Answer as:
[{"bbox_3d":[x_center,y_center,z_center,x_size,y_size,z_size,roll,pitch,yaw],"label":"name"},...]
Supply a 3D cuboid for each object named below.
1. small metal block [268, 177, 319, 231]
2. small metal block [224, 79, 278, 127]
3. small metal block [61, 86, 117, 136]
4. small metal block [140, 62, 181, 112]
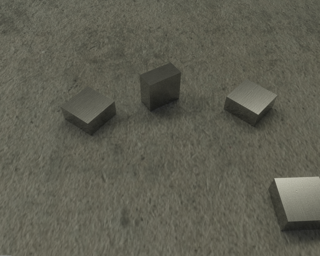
[{"bbox_3d":[0.153,0.082,0.336,0.050,0.025,0.050,-2,50,-2],"label":"small metal block"},{"bbox_3d":[0.127,-0.036,0.435,0.050,0.025,0.050,35,58,25],"label":"small metal block"},{"bbox_3d":[-0.096,-0.024,0.422,0.050,0.025,0.050,30,56,22],"label":"small metal block"},{"bbox_3d":[0.001,-0.057,0.435,0.050,0.050,0.025,-26,55,-21],"label":"small metal block"}]
